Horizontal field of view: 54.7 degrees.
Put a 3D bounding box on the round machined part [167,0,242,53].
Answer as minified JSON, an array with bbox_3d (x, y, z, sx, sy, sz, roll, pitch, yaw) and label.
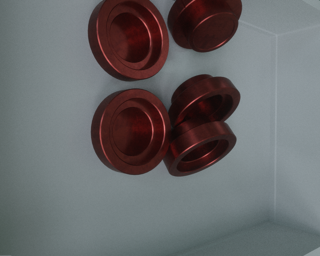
[{"bbox_3d":[0.063,-0.138,0.407,0.099,0.098,0.042,2,56,-40],"label":"round machined part"}]

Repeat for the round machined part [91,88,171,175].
[{"bbox_3d":[-0.037,0.004,0.364,0.099,0.042,0.097,0,90,-40],"label":"round machined part"}]

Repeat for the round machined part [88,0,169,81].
[{"bbox_3d":[-0.040,-0.103,0.362,0.099,0.042,0.097,0,90,-40],"label":"round machined part"}]

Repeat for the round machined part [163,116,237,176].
[{"bbox_3d":[0.048,0.021,0.412,0.099,0.097,0.042,0,51,-40],"label":"round machined part"}]

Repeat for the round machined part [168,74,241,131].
[{"bbox_3d":[0.055,-0.034,0.418,0.099,0.097,0.042,0,50,-40],"label":"round machined part"}]
